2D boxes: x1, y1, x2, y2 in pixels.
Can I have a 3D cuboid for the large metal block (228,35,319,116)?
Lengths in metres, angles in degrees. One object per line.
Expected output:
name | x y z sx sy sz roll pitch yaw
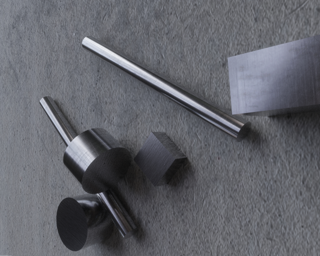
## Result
large metal block | 0.117 -0.040 0.273 0.080 0.081 0.050 -6 86 40

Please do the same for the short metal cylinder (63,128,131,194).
short metal cylinder | -0.089 0.047 0.442 0.050 0.081 0.079 39 114 33

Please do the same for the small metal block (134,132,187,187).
small metal block | -0.001 0.040 0.406 0.050 0.025 0.050 48 118 29

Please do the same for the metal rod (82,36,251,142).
metal rod | -0.013 -0.066 0.415 0.300 0.025 0.025 35 111 34

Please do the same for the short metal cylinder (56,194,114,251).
short metal cylinder | -0.118 0.145 0.486 0.080 0.050 0.080 0 90 40

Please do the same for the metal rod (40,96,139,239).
metal rod | -0.127 0.050 0.509 0.300 0.025 0.025 49 119 28
